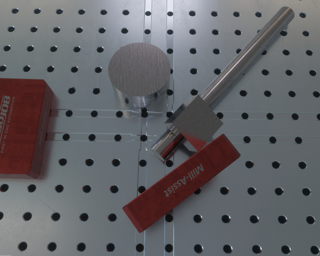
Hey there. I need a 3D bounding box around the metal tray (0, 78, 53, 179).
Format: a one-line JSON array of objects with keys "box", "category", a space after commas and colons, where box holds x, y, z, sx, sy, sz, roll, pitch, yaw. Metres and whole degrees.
[{"box": [-0.200, -0.001, 0.408, 0.091, 0.030, 0.130, 2, 70, 0], "category": "metal tray"}]

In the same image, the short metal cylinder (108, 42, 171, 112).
[{"box": [-0.027, -0.068, 0.423, 0.081, 0.050, 0.080, 0, 70, 0], "category": "short metal cylinder"}]

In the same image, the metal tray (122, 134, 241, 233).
[{"box": [0.021, 0.063, 0.352, 0.131, 0.090, 0.030, -35, 81, -12], "category": "metal tray"}]

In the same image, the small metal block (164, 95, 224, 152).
[{"box": [0.043, -0.006, 0.390, 0.050, 0.025, 0.050, -47, 105, -15], "category": "small metal block"}]

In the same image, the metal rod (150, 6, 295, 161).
[{"box": [0.096, -0.071, 0.438, 0.025, 0.025, 0.301, 40, 74, 13], "category": "metal rod"}]
